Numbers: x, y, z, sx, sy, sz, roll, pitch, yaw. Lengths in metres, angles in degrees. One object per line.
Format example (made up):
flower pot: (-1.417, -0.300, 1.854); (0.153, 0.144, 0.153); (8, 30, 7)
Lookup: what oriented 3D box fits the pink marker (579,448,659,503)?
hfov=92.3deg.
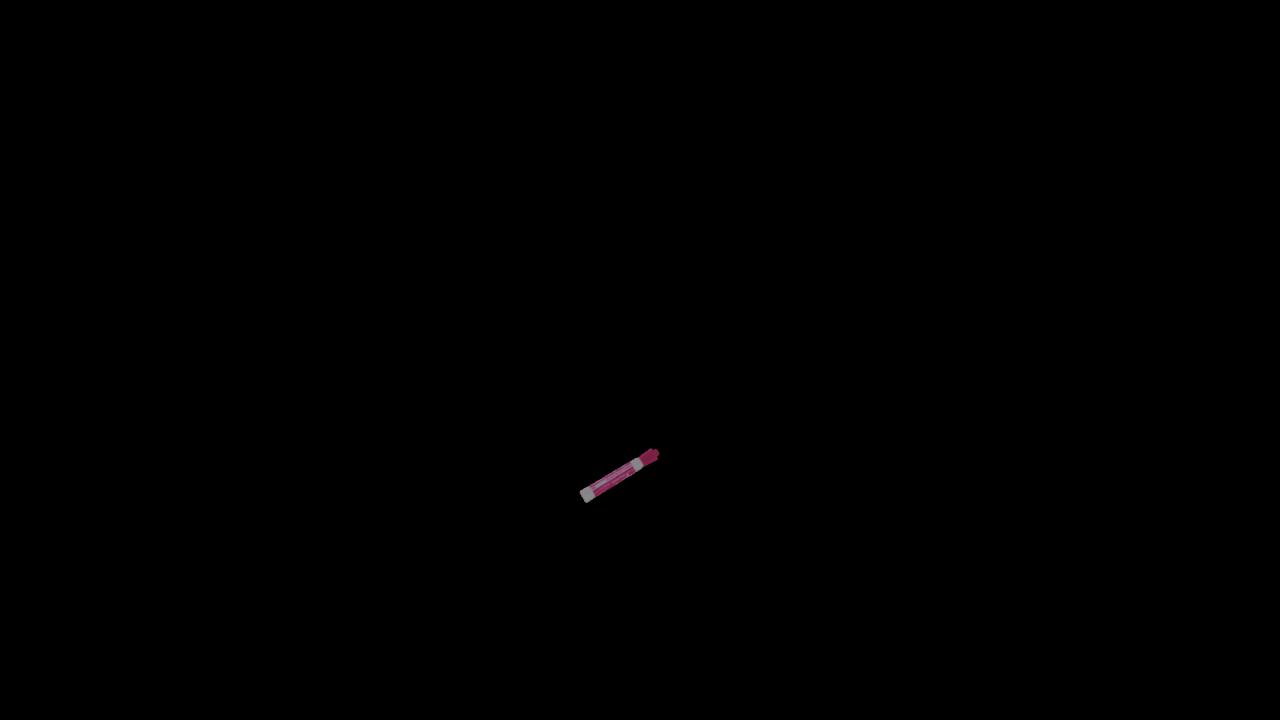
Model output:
pink marker: (-0.026, 0.156, 0.842); (0.121, 0.020, 0.020); (-29, 8, -14)
